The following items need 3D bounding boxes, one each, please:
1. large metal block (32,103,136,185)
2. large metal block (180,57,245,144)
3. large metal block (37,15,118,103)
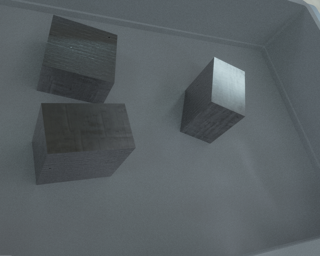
[{"bbox_3d":[-0.081,0.017,0.317,0.081,0.080,0.050,-2,63,-30],"label":"large metal block"},{"bbox_3d":[0.073,-0.037,0.434,0.050,0.080,0.080,22,54,-16],"label":"large metal block"},{"bbox_3d":[-0.101,-0.083,0.386,0.081,0.050,0.080,12,57,-22],"label":"large metal block"}]
